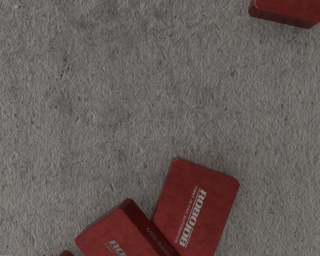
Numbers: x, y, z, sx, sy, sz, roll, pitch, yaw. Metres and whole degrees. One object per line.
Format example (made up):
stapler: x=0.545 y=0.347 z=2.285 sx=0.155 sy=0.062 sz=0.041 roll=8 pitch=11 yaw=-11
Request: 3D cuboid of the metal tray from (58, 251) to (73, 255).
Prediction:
metal tray: x=-0.144 y=0.240 z=0.406 sx=0.130 sy=0.030 sz=0.090 roll=-43 pitch=90 yaw=0

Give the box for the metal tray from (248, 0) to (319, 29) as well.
metal tray: x=0.177 y=-0.206 z=0.409 sx=0.091 sy=0.030 sz=0.129 roll=13 pitch=90 yaw=0

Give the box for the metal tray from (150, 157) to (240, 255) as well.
metal tray: x=0.039 y=0.113 z=0.408 sx=0.090 sy=0.030 sz=0.129 roll=20 pitch=90 yaw=0

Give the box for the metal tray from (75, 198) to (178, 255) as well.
metal tray: x=-0.034 y=0.164 z=0.391 sx=0.090 sy=0.030 sz=0.130 roll=-39 pitch=90 yaw=22
